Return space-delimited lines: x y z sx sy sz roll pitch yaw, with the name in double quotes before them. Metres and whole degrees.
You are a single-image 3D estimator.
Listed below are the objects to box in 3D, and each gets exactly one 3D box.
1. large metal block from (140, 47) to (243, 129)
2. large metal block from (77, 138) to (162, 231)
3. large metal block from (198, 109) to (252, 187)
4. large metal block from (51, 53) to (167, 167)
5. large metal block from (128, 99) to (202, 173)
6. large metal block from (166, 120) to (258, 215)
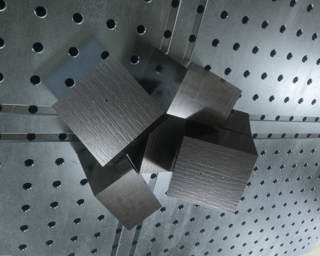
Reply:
"large metal block" 0.033 -0.047 0.364 0.081 0.080 0.050 14 111 -34
"large metal block" -0.051 0.066 0.386 0.050 0.080 0.080 -35 130 -6
"large metal block" 0.085 0.022 0.424 0.050 0.080 0.079 17 114 6
"large metal block" -0.050 -0.017 0.329 0.080 0.080 0.050 -42 174 0
"large metal block" 0.009 0.010 0.405 0.081 0.050 0.079 1 118 -29
"large metal block" 0.059 0.044 0.364 0.080 0.050 0.079 15 114 2
